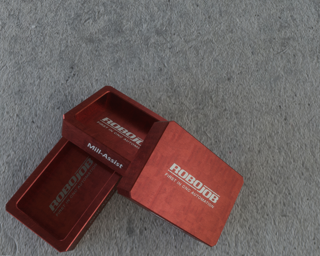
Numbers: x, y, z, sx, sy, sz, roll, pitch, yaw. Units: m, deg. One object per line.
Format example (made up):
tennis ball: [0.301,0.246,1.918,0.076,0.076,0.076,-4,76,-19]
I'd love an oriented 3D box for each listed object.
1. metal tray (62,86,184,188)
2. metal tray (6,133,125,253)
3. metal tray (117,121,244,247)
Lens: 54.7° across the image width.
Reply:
metal tray: [-0.041,0.008,0.379,0.130,0.030,0.090,32,43,10]
metal tray: [-0.106,0.070,0.378,0.090,0.030,0.130,33,73,11]
metal tray: [0.028,0.063,0.344,0.130,0.030,0.090,38,70,-26]
